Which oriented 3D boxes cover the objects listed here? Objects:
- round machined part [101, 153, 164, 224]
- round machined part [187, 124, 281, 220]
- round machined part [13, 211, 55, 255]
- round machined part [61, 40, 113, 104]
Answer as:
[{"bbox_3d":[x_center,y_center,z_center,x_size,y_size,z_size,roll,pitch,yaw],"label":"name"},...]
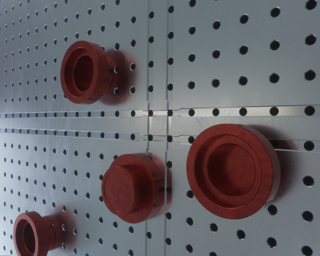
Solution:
[{"bbox_3d":[-0.045,0.085,0.437,0.098,0.042,0.097,0,90,40],"label":"round machined part"},{"bbox_3d":[0.080,0.044,0.333,0.098,0.042,0.097,0,90,40],"label":"round machined part"},{"bbox_3d":[-0.240,0.210,0.599,0.098,0.042,0.097,0,90,40],"label":"round machined part"},{"bbox_3d":[-0.112,-0.086,0.493,0.098,0.042,0.097,0,90,40],"label":"round machined part"}]
